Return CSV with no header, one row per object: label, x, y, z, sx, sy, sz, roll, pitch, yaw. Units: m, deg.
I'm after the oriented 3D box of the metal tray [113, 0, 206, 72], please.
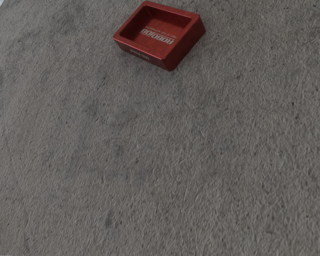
metal tray,-0.004,-0.151,0.495,0.130,0.030,0.090,33,80,38
